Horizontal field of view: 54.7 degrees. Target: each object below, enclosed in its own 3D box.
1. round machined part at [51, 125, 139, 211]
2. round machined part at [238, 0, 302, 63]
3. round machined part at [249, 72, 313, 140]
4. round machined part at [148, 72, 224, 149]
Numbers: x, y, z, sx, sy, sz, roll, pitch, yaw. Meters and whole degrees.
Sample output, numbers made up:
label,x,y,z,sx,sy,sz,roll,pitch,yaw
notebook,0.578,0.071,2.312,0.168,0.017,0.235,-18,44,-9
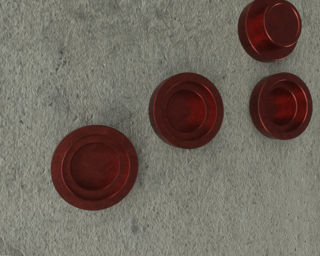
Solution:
label,x,y,z,sx,sy,sz,roll,pitch,yaw
round machined part,-0.079,0.045,0.371,0.099,0.042,0.097,0,90,-20
round machined part,0.170,-0.150,0.462,0.099,0.042,0.097,0,90,-20
round machined part,0.175,-0.031,0.464,0.099,0.042,0.097,0,90,-20
round machined part,0.031,-0.022,0.411,0.099,0.042,0.097,0,90,-20
